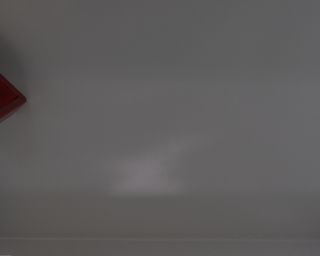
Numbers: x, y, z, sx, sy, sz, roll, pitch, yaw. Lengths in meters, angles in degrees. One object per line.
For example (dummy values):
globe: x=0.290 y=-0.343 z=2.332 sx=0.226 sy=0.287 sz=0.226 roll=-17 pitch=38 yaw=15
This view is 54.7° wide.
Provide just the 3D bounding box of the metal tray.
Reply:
metal tray: x=-0.227 y=-0.058 z=0.353 sx=0.030 sy=0.090 sz=0.130 roll=-39 pitch=106 yaw=13
